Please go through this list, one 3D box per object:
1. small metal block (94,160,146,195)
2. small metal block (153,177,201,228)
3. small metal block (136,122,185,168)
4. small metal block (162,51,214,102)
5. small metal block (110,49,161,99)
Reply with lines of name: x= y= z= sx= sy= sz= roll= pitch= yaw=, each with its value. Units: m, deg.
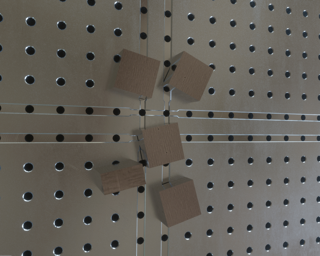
small metal block: x=-0.051 y=0.059 z=0.382 sx=0.050 sy=0.050 sz=0.025 roll=-12 pitch=94 yaw=-20
small metal block: x=0.023 y=0.100 z=0.423 sx=0.050 sy=0.025 sz=0.050 roll=-16 pitch=96 yaw=-20
small metal block: x=0.001 y=0.022 z=0.414 sx=0.050 sy=0.025 sz=0.050 roll=-13 pitch=95 yaw=-20
small metal block: x=0.039 y=-0.070 z=0.428 sx=0.050 sy=0.025 sz=0.050 roll=27 pitch=81 yaw=-18
small metal block: x=-0.032 y=-0.068 z=0.402 sx=0.050 sy=0.025 sz=0.050 roll=15 pitch=85 yaw=-20
